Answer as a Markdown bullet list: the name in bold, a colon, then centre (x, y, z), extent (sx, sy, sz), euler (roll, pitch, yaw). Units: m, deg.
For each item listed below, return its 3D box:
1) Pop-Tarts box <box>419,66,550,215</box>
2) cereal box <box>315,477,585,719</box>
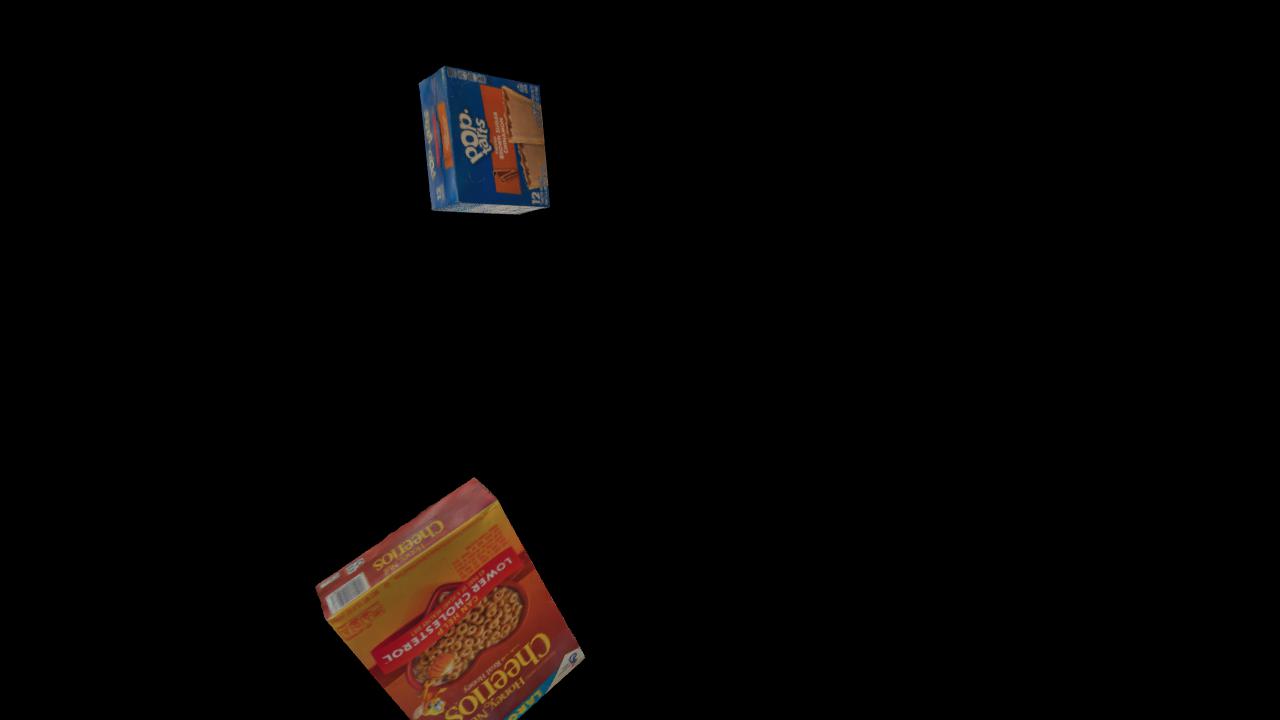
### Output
- **Pop-Tarts box**: centre (-0.207, -0.287, 0.829), extent (0.141, 0.167, 0.083), euler (-9, 6, -41)
- **cereal box**: centre (-0.208, 0.321, 0.738), extent (0.203, 0.306, 0.081), euler (-34, 31, -25)
